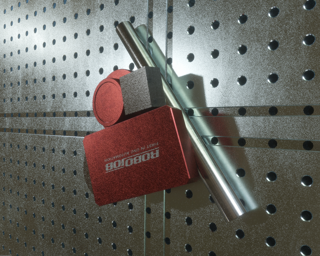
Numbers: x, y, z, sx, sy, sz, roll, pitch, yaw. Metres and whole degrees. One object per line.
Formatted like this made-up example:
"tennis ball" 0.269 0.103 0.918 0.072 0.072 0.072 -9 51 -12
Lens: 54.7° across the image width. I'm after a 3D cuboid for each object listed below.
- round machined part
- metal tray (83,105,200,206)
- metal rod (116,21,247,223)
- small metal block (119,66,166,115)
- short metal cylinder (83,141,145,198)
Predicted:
"round machined part" -0.059 -0.036 0.440 0.098 0.042 0.097 0 90 41
"metal tray" -0.027 0.036 0.373 0.130 0.030 0.090 -20 78 25
"metal rod" 0.016 -0.024 0.392 0.025 0.025 0.299 -43 64 31
"small metal block" -0.022 -0.046 0.392 0.050 0.025 0.050 -14 84 44
"short metal cylinder" -0.064 0.057 0.440 0.080 0.050 0.079 0 90 40
